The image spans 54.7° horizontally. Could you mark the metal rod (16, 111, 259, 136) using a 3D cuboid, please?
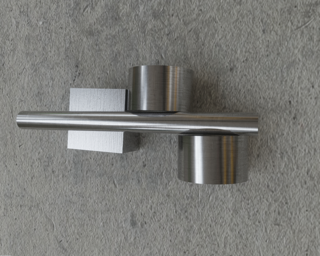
[{"bbox_3d":[-0.041,-0.007,0.369,0.301,0.025,0.025,1,91,18],"label":"metal rod"}]

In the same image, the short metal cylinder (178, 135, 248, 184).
[{"bbox_3d":[0.061,0.033,0.359,0.080,0.080,0.050,0,90,19],"label":"short metal cylinder"}]

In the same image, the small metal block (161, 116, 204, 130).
[{"bbox_3d":[0.034,-0.005,0.383,0.050,0.050,0.025,1,91,19],"label":"small metal block"}]

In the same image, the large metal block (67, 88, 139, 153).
[{"bbox_3d":[-0.074,-0.011,0.418,0.080,0.050,0.079,3,91,19],"label":"large metal block"}]

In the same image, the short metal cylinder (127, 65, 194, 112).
[{"bbox_3d":[0.001,-0.045,0.381,0.080,0.080,0.050,2,91,19],"label":"short metal cylinder"}]
